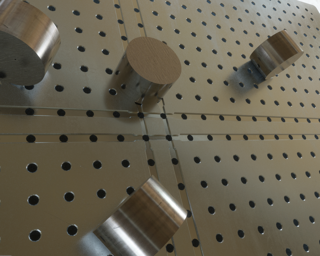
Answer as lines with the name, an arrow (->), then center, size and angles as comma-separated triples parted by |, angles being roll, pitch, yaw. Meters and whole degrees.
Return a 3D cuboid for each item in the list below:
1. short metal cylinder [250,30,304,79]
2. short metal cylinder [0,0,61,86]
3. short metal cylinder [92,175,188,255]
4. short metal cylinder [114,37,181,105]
short metal cylinder -> 0.215, -0.134, 0.574 | 0.081, 0.080, 0.050 | -23, 75, -37
short metal cylinder -> -0.159, -0.093, 0.344 | 0.080, 0.080, 0.050 | 22, 54, -16
short metal cylinder -> -0.019, 0.092, 0.307 | 0.050, 0.080, 0.080 | 47, 51, 4
short metal cylinder -> -0.017, -0.080, 0.433 | 0.081, 0.050, 0.080 | 14, 56, -21
